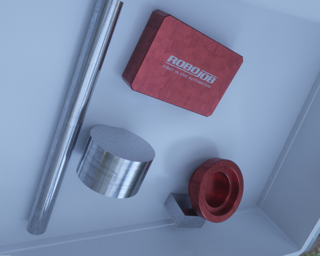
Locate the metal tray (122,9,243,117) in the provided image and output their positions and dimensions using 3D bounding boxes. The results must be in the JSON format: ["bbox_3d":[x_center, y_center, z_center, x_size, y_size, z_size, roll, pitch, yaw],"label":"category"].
[{"bbox_3d":[0.031,-0.073,0.379,0.131,0.030,0.089,17,110,-35],"label":"metal tray"}]

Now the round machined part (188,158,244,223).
[{"bbox_3d":[0.083,0.095,0.489,0.099,0.042,0.097,-3,96,-35],"label":"round machined part"}]

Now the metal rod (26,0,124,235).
[{"bbox_3d":[-0.104,0.001,0.353,0.025,0.025,0.298,11,113,-33],"label":"metal rod"}]

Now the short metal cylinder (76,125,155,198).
[{"bbox_3d":[-0.052,0.038,0.369,0.081,0.080,0.050,12,112,-34],"label":"short metal cylinder"}]

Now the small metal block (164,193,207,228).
[{"bbox_3d":[0.042,0.133,0.499,0.050,0.050,0.025,15,114,-35],"label":"small metal block"}]
